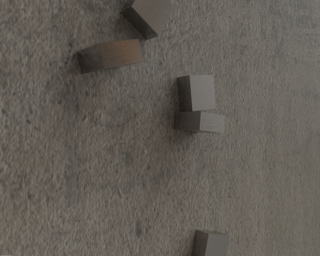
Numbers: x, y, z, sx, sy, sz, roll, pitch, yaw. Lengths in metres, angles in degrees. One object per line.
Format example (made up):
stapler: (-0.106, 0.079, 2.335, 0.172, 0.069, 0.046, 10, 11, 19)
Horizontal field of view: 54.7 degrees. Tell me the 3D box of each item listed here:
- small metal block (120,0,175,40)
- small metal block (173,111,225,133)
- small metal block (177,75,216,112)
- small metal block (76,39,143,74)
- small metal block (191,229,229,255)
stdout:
small metal block: (-0.015, -0.150, 0.394, 0.050, 0.025, 0.050, 40, 66, -33)
small metal block: (0.055, -0.007, 0.437, 0.050, 0.050, 0.025, 7, 86, -40)
small metal block: (0.054, -0.051, 0.452, 0.050, 0.025, 0.050, -9, 96, -40)
small metal block: (-0.056, -0.079, 0.343, 0.050, 0.050, 0.025, -20, 103, -39)
small metal block: (0.076, 0.185, 0.472, 0.050, 0.025, 0.050, 19, 78, -39)
